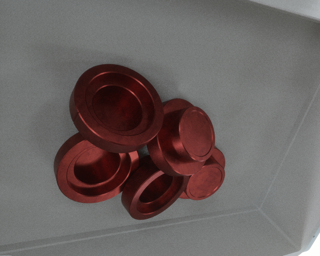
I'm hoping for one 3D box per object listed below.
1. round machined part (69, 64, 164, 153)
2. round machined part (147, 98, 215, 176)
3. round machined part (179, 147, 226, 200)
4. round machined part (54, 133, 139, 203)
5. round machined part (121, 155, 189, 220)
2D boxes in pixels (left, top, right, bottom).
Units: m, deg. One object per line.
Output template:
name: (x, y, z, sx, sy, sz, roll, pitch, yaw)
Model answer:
round machined part: (-0.049, -0.017, 0.336, 0.099, 0.098, 0.042, 2, 153, -30)
round machined part: (0.032, 0.010, 0.385, 0.099, 0.042, 0.098, 14, 70, -43)
round machined part: (0.060, 0.071, 0.474, 0.099, 0.042, 0.097, -14, 125, -21)
round machined part: (-0.079, 0.040, 0.378, 0.099, 0.042, 0.097, -14, 125, -21)
round machined part: (-0.011, 0.074, 0.422, 0.099, 0.042, 0.097, -26, 139, -25)
